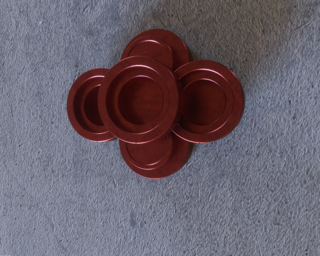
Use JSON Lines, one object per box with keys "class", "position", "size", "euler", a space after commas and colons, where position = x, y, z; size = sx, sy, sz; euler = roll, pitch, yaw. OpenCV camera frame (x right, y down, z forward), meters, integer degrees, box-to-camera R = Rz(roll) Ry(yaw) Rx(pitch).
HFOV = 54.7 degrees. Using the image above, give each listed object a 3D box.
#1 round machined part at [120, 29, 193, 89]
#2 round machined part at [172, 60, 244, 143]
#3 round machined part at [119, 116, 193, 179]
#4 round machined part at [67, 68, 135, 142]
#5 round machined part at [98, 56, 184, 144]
{"class": "round machined part", "position": [-0.009, -0.081, 0.403], "size": [0.098, 0.042, 0.097], "euler": [0, 90, 19]}
{"class": "round machined part", "position": [0.054, -0.031, 0.381], "size": [0.098, 0.042, 0.097], "euler": [0, 90, 19]}
{"class": "round machined part", "position": [-0.010, 0.018, 0.403], "size": [0.098, 0.042, 0.097], "euler": [0, 90, 19]}
{"class": "round machined part", "position": [-0.074, -0.030, 0.426], "size": [0.098, 0.042, 0.097], "euler": [0, 90, 19]}
{"class": "round machined part", "position": [-0.019, -0.031, 0.362], "size": [0.098, 0.042, 0.097], "euler": [0, 90, 19]}
